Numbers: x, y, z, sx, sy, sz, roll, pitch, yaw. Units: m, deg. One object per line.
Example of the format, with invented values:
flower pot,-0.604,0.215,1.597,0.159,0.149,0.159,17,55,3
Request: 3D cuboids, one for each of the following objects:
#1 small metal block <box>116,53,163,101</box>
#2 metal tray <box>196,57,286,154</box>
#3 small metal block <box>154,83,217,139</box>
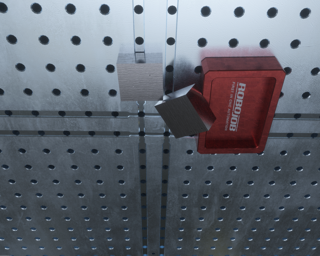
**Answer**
small metal block,-0.022,-0.059,0.361,0.050,0.025,0.050,-1,130,0
metal tray,0.094,-0.023,0.389,0.091,0.030,0.129,-1,130,0
small metal block,0.030,-0.019,0.367,0.050,0.025,0.050,-17,114,43
